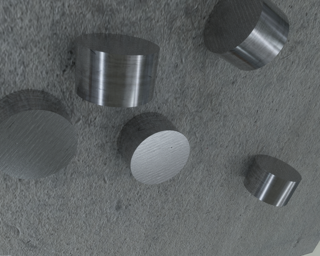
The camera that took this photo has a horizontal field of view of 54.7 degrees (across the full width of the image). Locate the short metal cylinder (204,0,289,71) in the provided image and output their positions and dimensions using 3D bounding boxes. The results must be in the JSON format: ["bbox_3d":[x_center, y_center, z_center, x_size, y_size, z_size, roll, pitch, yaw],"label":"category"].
[{"bbox_3d":[0.097,-0.112,0.354,0.050,0.080,0.080,20,108,-36],"label":"short metal cylinder"}]

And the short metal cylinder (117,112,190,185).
[{"bbox_3d":[-0.009,0.026,0.402,0.081,0.050,0.079,-14,124,-21],"label":"short metal cylinder"}]

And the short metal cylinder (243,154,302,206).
[{"bbox_3d":[0.191,0.088,0.530,0.081,0.080,0.050,5,116,-31],"label":"short metal cylinder"}]

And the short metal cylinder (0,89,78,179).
[{"bbox_3d":[-0.132,0.006,0.322,0.081,0.050,0.079,-14,124,-21],"label":"short metal cylinder"}]

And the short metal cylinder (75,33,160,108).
[{"bbox_3d":[-0.043,-0.060,0.310,0.081,0.080,0.050,-6,121,-26],"label":"short metal cylinder"}]
